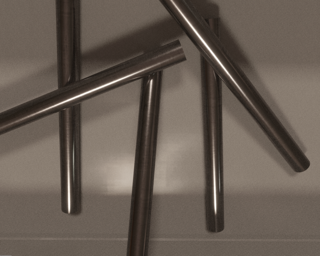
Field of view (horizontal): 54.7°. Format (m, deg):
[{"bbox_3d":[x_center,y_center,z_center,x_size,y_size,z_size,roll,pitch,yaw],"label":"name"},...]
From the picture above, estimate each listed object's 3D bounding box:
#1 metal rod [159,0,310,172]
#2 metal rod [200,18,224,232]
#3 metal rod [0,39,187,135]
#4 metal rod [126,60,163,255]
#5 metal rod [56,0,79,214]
[{"bbox_3d":[0.101,-0.046,0.375,0.025,0.025,0.300,-39,114,13],"label":"metal rod"},{"bbox_3d":[0.071,0.010,0.416,0.025,0.025,0.298,-5,110,1],"label":"metal rod"},{"bbox_3d":[-0.114,-0.036,0.368,0.301,0.025,0.025,-21,109,7],"label":"metal rod"},{"bbox_3d":[-0.020,0.064,0.372,0.025,0.025,0.298,5,86,-2],"label":"metal rod"},{"bbox_3d":[-0.118,-0.022,0.401,0.025,0.025,0.298,4,110,-2],"label":"metal rod"}]
